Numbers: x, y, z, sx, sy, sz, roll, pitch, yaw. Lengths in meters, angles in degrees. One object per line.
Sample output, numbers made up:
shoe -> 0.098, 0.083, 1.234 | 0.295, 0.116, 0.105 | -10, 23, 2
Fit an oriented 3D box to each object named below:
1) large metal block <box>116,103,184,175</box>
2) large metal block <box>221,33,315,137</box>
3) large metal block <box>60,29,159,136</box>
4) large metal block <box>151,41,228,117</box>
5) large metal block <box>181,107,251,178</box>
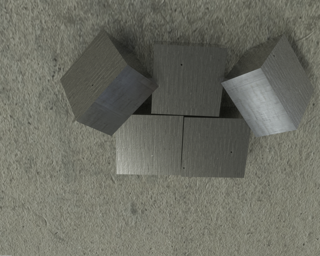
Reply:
large metal block -> -0.014, 0.013, 0.402 | 0.081, 0.050, 0.079 | 1, 110, -1
large metal block -> 0.128, -0.048, 0.359 | 0.050, 0.080, 0.080 | -17, 116, 49
large metal block -> -0.061, -0.052, 0.354 | 0.080, 0.080, 0.050 | -45, 139, 14
large metal block -> 0.032, -0.061, 0.376 | 0.081, 0.050, 0.079 | 3, 110, -2
large metal block -> 0.068, 0.017, 0.403 | 0.081, 0.050, 0.079 | 1, 110, -1
